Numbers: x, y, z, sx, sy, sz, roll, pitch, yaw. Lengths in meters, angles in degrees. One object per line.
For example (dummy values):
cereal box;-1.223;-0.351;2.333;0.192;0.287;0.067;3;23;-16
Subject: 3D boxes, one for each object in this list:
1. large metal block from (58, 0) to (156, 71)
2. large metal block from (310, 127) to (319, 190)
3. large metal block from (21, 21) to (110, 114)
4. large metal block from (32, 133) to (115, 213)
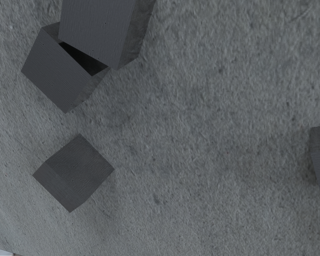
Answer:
large metal block;-0.060;-0.124;0.344;0.080;0.050;0.079;30;128;8
large metal block;0.203;0.040;0.309;0.080;0.050;0.080;-10;113;32
large metal block;-0.121;-0.079;0.403;0.080;0.050;0.080;45;129;-4
large metal block;-0.132;0.069;0.481;0.080;0.080;0.050;47;129;-5
